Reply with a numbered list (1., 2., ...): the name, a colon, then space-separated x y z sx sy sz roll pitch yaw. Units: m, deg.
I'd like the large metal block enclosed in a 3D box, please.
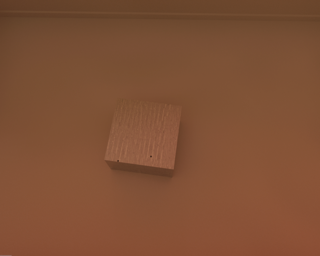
1. large metal block: -0.018 0.013 0.392 0.080 0.050 0.080 8 70 3
